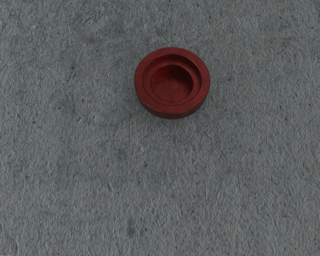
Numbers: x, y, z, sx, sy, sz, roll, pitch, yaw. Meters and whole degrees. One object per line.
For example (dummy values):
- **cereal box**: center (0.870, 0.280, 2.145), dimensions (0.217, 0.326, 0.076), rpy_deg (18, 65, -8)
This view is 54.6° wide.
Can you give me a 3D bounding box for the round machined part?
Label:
- **round machined part**: center (0.016, -0.056, 0.420), dimensions (0.099, 0.042, 0.098), rpy_deg (0, 70, 0)
